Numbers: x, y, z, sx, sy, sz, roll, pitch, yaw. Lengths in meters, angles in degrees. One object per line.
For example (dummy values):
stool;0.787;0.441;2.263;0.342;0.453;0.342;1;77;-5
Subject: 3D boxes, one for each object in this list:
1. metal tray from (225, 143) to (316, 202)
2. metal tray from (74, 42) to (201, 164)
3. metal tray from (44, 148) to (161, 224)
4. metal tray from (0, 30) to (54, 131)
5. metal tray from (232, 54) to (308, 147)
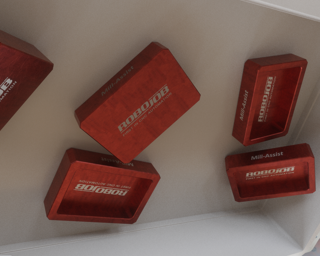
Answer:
metal tray;0.181;0.076;0.508;0.130;0.030;0.090;-11;128;15
metal tray;-0.024;-0.027;0.375;0.130;0.030;0.090;-42;130;0
metal tray;-0.075;0.082;0.415;0.131;0.030;0.089;16;110;-35
metal tray;-0.162;-0.023;0.266;0.030;0.090;0.130;43;95;4
metal tray;0.163;-0.041;0.468;0.091;0.030;0.129;-12;124;-22
